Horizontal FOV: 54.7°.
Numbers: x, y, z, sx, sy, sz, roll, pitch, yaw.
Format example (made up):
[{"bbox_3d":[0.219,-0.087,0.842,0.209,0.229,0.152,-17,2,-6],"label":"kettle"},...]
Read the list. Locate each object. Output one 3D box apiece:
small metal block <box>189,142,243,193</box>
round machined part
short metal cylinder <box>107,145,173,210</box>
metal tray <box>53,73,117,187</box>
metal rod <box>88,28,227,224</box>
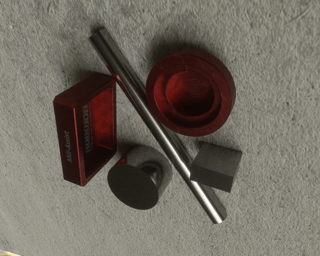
[{"bbox_3d":[0.069,0.047,0.380,0.050,0.050,0.025,16,125,19],"label":"small metal block"},{"bbox_3d":[0.037,-0.042,0.351,0.098,0.042,0.097,13,124,20],"label":"round machined part"},{"bbox_3d":[-0.028,0.071,0.449,0.080,0.050,0.079,13,124,20],"label":"short metal cylinder"},{"bbox_3d":[-0.094,0.002,0.416,0.030,0.090,0.129,17,125,18],"label":"metal tray"},{"bbox_3d":[0.004,0.007,0.410,0.025,0.025,0.299,-24,106,36],"label":"metal rod"}]
